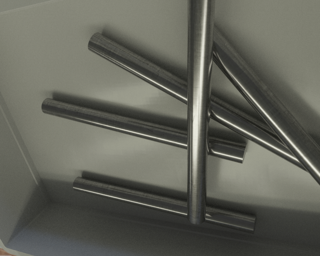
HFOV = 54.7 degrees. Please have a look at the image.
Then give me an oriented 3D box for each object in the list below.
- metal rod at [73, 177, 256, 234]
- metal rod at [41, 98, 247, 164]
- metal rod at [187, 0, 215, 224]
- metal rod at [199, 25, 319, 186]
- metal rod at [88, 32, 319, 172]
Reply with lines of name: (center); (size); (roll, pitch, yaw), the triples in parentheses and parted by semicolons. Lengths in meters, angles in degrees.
metal rod: (-0.007, 0.115, 0.481); (0.301, 0.025, 0.025); (7, 122, 24)
metal rod: (-0.035, -0.001, 0.424); (0.301, 0.025, 0.025); (13, 124, 20)
metal rod: (0.043, -0.005, 0.347); (0.025, 0.025, 0.298); (11, 124, 22)
metal rod: (0.142, 0.013, 0.318); (0.300, 0.025, 0.025); (50, 129, 2)
metal rod: (0.047, -0.032, 0.362); (0.301, 0.025, 0.025); (30, 128, 8)
